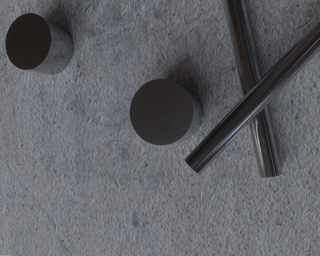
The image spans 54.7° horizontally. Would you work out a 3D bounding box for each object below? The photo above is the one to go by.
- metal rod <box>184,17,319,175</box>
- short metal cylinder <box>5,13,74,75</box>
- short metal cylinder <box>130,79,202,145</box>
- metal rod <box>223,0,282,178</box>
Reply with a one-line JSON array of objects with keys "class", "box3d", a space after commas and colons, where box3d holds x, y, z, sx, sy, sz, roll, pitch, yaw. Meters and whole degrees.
[{"class": "metal rod", "box3d": [0.138, -0.065, 0.339, 0.025, 0.025, 0.300, 44, 96, 14]}, {"class": "short metal cylinder", "box3d": [-0.177, -0.121, 0.458, 0.080, 0.050, 0.079, 0, 90, 20]}, {"class": "short metal cylinder", "box3d": [0.009, -0.019, 0.392, 0.080, 0.050, 0.079, 0, 90, 20]}, {"class": "metal rod", "box3d": [0.102, -0.091, 0.372, 0.025, 0.025, 0.298, -12, 86, 19]}]
